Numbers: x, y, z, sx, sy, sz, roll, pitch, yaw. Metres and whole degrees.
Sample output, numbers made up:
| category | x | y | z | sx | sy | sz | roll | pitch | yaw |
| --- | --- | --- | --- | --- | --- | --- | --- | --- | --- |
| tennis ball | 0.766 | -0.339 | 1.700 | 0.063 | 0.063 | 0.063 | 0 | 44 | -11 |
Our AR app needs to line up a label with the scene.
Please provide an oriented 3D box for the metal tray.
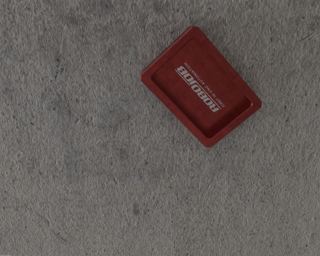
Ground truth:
| category | x | y | z | sx | sy | sz | roll | pitch | yaw |
| --- | --- | --- | --- | --- | --- | --- | --- | --- | --- |
| metal tray | 0.051 | -0.049 | 0.389 | 0.090 | 0.030 | 0.130 | -41 | 105 | 13 |
